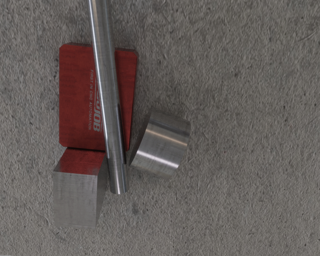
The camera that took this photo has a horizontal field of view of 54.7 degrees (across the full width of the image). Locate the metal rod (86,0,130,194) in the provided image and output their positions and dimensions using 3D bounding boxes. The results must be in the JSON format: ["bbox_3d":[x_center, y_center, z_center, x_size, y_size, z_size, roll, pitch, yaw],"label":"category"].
[{"bbox_3d":[-0.061,-0.060,0.354,0.025,0.025,0.298,-3,110,1],"label":"metal rod"}]

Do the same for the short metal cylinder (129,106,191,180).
[{"bbox_3d":[-0.001,0.019,0.388,0.050,0.080,0.079,21,109,-8],"label":"short metal cylinder"}]

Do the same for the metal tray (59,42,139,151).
[{"bbox_3d":[-0.078,-0.037,0.393,0.091,0.030,0.129,6,110,-3],"label":"metal tray"}]

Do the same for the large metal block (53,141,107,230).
[{"bbox_3d":[-0.100,0.071,0.403,0.050,0.080,0.079,6,114,-2],"label":"large metal block"}]
